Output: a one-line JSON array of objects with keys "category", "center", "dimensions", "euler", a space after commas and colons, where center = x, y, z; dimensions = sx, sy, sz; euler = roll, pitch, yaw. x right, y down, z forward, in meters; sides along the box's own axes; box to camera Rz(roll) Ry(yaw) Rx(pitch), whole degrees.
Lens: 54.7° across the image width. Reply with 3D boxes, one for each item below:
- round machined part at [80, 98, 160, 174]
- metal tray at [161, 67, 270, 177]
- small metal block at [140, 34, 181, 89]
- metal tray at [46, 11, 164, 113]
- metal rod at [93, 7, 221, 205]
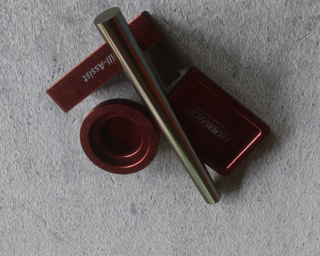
[{"category": "round machined part", "center": [-0.049, 0.008, 0.400], "dimensions": [0.099, 0.042, 0.097], "euler": [2, 113, 5]}, {"category": "metal tray", "center": [0.065, -0.006, 0.407], "dimensions": [0.130, 0.030, 0.090], "euler": [36, 106, -13]}, {"category": "small metal block", "center": [-0.005, -0.080, 0.363], "dimensions": [0.025, 0.050, 0.050], "euler": [-40, 120, 16]}, {"category": "metal tray", "center": [-0.057, -0.077, 0.346], "dimensions": [0.130, 0.090, 0.030], "euler": [-35, 107, 12]}, {"category": "metal rod", "center": [0.016, 0.003, 0.355], "dimensions": [0.025, 0.025, 0.299], "euler": [-25, 130, 8]}]
